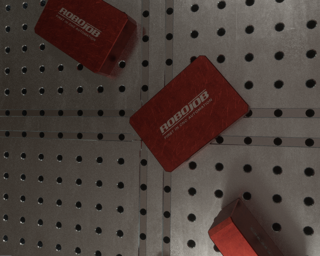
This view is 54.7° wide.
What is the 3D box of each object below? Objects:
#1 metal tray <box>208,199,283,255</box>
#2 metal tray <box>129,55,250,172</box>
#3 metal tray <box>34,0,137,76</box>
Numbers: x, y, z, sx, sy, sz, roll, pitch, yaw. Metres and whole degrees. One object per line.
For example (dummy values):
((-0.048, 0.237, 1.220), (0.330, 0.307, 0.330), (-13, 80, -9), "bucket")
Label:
((0.111, 0.148, 0.338), (0.030, 0.090, 0.130), (-40, 78, 15), "metal tray")
((0.036, -0.017, 0.397), (0.130, 0.030, 0.090), (-41, 78, 15), "metal tray")
((-0.110, -0.146, 0.447), (0.130, 0.030, 0.090), (35, 101, 16), "metal tray")
